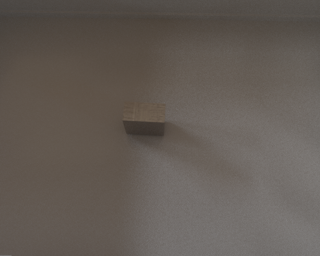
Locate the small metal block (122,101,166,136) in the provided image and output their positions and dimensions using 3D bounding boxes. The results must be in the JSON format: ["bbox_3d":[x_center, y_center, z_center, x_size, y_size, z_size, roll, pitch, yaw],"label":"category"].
[{"bbox_3d":[-0.019,-0.011,0.396,0.050,0.050,0.025,3,70,1],"label":"small metal block"}]
